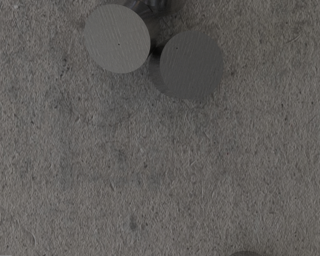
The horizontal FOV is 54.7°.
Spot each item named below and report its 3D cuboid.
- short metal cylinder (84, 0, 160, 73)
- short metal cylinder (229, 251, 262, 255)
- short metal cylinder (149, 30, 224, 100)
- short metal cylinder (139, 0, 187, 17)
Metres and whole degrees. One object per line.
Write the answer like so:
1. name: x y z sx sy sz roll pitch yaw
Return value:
1. short metal cylinder: -0.045 -0.114 0.379 0.080 0.050 0.079 6 121 11
2. short metal cylinder: 0.117 0.208 0.398 0.081 0.050 0.080 0 90 0
3. short metal cylinder: 0.031 -0.076 0.387 0.081 0.050 0.079 -2 97 -16
4. short metal cylinder: -0.001 -0.188 0.386 0.081 0.050 0.080 2 72 -5
